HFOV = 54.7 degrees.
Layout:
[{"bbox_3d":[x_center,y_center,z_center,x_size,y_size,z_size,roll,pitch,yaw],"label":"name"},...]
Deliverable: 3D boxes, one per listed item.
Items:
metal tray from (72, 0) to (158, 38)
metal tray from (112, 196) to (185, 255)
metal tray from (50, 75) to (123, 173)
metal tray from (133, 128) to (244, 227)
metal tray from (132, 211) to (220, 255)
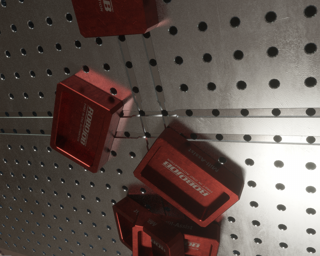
[{"bbox_3d":[-0.058,-0.168,0.333,0.090,0.030,0.129,4,121,25],"label":"metal tray"},{"bbox_3d":[-0.019,0.176,0.496,0.130,0.030,0.089,22,130,40],"label":"metal tray"},{"bbox_3d":[-0.114,-0.002,0.464,0.090,0.030,0.129,29,128,9],"label":"metal tray"},{"bbox_3d":[0.037,0.071,0.430,0.130,0.030,0.089,37,129,3],"label":"metal tray"},{"bbox_3d":[0.023,0.183,0.488,0.131,0.030,0.089,8,123,8],"label":"metal tray"}]
